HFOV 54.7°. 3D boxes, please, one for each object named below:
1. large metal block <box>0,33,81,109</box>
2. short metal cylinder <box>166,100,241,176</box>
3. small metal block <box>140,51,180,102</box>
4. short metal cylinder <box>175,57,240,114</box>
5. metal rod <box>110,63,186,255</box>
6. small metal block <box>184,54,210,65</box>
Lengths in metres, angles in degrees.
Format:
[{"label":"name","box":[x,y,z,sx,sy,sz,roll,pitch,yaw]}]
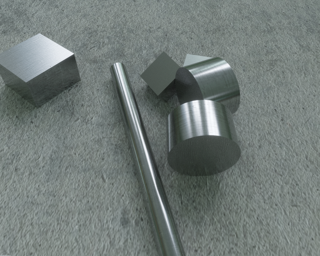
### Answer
[{"label":"large metal block","box":[-0.179,-0.086,0.457,0.080,0.050,0.080,32,57,24]},{"label":"short metal cylinder","box":[0.048,0.013,0.357,0.081,0.080,0.050,-1,50,-1]},{"label":"small metal block","box":[0.007,-0.075,0.450,0.050,0.025,0.050,-45,57,9]},{"label":"short metal cylinder","box":[0.061,-0.048,0.409,0.050,0.080,0.080,-20,53,-16]},{"label":"metal rod","box":[-0.025,0.020,0.386,0.025,0.025,0.300,-12,51,-10]},{"label":"small metal block","box":[0.061,-0.085,0.476,0.050,0.025,0.050,11,51,8]}]
